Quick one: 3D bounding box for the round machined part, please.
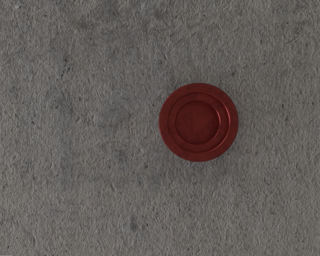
[{"bbox_3d":[0.048,-0.007,0.402,0.099,0.042,0.097,0,90,0],"label":"round machined part"}]
